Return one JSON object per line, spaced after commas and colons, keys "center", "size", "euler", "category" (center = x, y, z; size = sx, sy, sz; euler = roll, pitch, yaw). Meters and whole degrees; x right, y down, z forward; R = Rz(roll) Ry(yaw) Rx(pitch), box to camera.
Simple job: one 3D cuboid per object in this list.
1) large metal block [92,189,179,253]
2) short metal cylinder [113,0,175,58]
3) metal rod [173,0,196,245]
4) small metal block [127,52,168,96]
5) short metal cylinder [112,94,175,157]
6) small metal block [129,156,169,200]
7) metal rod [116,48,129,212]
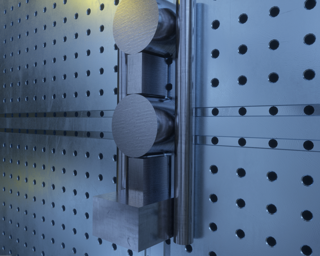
{"center": [-0.029, 0.112, 0.397], "size": [0.080, 0.081, 0.050], "euler": [1, 91, 40], "category": "large metal block"}
{"center": [-0.016, -0.133, 0.406], "size": [0.080, 0.050, 0.080], "euler": [0, 90, 40], "category": "short metal cylinder"}
{"center": [0.031, -0.009, 0.383], "size": [0.025, 0.025, 0.298], "euler": [1, 91, 40], "category": "metal rod"}
{"center": [-0.016, -0.068, 0.405], "size": [0.025, 0.050, 0.050], "euler": [1, 91, 40], "category": "small metal block"}
{"center": [-0.018, -0.003, 0.407], "size": [0.080, 0.050, 0.080], "euler": [0, 90, 40], "category": "short metal cylinder"}
{"center": [-0.014, 0.062, 0.404], "size": [0.025, 0.050, 0.050], "euler": [0, 90, 40], "category": "small metal block"}
{"center": [-0.050, -0.009, 0.450], "size": [0.025, 0.025, 0.298], "euler": [1, 91, 40], "category": "metal rod"}
